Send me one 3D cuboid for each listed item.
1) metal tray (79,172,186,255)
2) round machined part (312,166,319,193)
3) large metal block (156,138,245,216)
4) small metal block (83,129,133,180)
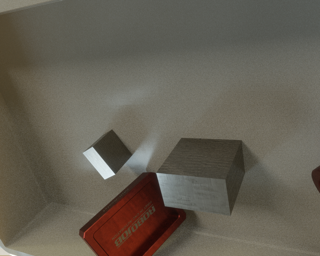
[{"bbox_3d":[-0.035,0.136,0.441,0.090,0.131,0.030,54,154,-8],"label":"metal tray"},{"bbox_3d":[0.205,0.070,0.309,0.042,0.098,0.098,-36,101,2],"label":"round machined part"},{"bbox_3d":[0.053,0.055,0.378,0.080,0.080,0.050,1,119,27],"label":"large metal block"},{"bbox_3d":[-0.076,0.038,0.454,0.025,0.050,0.050,-29,102,37],"label":"small metal block"}]
